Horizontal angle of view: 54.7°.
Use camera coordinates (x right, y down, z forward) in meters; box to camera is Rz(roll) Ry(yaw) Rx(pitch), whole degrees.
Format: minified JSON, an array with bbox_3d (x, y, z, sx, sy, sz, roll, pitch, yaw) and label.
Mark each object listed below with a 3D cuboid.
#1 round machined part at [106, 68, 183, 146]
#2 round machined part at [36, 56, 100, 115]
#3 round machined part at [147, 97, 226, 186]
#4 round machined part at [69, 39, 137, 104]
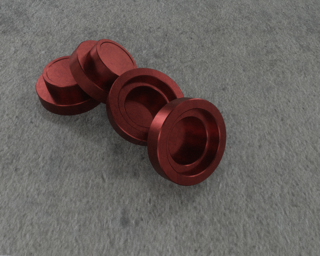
[{"bbox_3d":[-0.020,-0.023,0.395,0.099,0.042,0.098,6,70,-18],"label":"round machined part"},{"bbox_3d":[-0.129,-0.068,0.447,0.099,0.042,0.098,0,50,0],"label":"round machined part"},{"bbox_3d":[0.026,0.013,0.356,0.099,0.098,0.042,-34,26,-26],"label":"round machined part"},{"bbox_3d":[-0.070,-0.083,0.427,0.098,0.042,0.098,31,40,-29],"label":"round machined part"}]
